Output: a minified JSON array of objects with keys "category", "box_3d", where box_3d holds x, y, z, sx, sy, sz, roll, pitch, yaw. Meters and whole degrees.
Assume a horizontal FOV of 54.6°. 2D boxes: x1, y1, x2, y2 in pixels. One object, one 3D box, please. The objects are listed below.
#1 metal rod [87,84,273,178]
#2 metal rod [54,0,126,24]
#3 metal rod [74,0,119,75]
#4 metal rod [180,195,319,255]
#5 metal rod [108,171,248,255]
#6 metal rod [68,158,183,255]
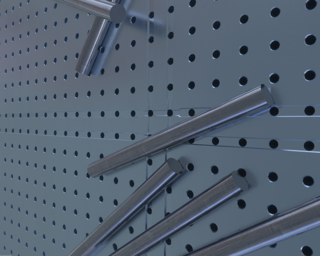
[{"category":"metal rod","box_3d":[0.002,0.017,0.408,0.299,0.025,0.025,-25,74,37]},{"category":"metal rod","box_3d":[-0.148,-0.214,0.510,0.300,0.025,0.025,34,112,42]},{"category":"metal rod","box_3d":[-0.063,-0.216,0.462,0.025,0.025,0.298,43,116,31]},{"category":"metal rod","box_3d":[0.058,0.149,0.361,0.299,0.025,0.025,-39,66,33]},{"category":"metal rod","box_3d":[-0.006,0.144,0.415,0.299,0.025,0.025,-43,64,31]},{"category":"metal rod","box_3d":[-0.070,0.142,0.468,0.299,0.025,0.025,-47,62,30]}]
